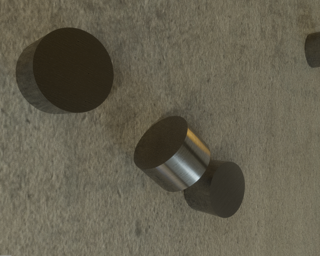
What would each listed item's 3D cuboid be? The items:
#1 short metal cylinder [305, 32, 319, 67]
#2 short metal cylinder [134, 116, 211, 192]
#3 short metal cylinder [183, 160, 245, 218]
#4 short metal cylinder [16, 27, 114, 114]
[{"bbox_3d":[0.374,-0.181,0.706,0.081,0.050,0.079,0,90,-40],"label":"short metal cylinder"},{"bbox_3d":[0.015,0.031,0.383,0.050,0.080,0.080,46,62,-31],"label":"short metal cylinder"},{"bbox_3d":[0.081,0.087,0.459,0.081,0.050,0.079,0,90,-40],"label":"short metal cylinder"},{"bbox_3d":[-0.095,-0.054,0.310,0.081,0.050,0.079,0,90,-40],"label":"short metal cylinder"}]
